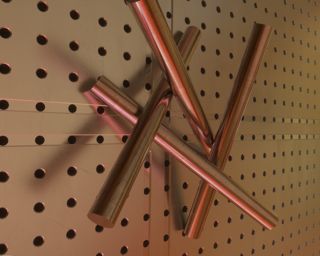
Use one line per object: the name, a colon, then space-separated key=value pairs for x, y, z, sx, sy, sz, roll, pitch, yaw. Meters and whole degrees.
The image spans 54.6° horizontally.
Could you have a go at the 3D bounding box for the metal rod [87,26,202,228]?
metal rod: x=-0.002 y=-0.029 z=0.357 sx=0.025 sy=0.025 sz=0.301 roll=50 pitch=46 yaw=-29

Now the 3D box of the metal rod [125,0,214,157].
metal rod: x=0.036 y=-0.030 z=0.373 sx=0.025 sy=0.025 sz=0.300 roll=-60 pitch=144 yaw=-22

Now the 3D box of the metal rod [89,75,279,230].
metal rod: x=0.041 y=0.040 z=0.390 sx=0.301 sy=0.025 sz=0.025 roll=39 pitch=65 yaw=-16

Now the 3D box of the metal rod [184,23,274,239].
metal rod: x=0.087 y=0.014 z=0.416 sx=0.025 sy=0.025 sz=0.298 roll=6 pitch=107 yaw=-40
